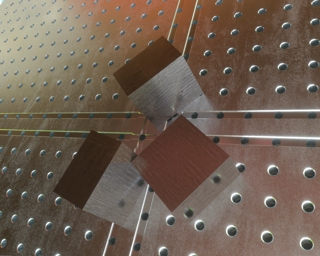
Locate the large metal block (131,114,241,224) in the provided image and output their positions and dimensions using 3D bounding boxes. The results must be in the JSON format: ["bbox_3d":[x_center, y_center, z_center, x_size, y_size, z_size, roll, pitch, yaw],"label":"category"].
[{"bbox_3d":[0.028,0.045,0.349,0.080,0.050,0.080,-44,51,-2],"label":"large metal block"}]

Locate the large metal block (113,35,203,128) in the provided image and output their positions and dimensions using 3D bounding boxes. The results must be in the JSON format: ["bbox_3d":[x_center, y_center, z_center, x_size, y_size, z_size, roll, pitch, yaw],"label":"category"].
[{"bbox_3d":[-0.001,-0.058,0.408,0.080,0.080,0.050,-37,51,3],"label":"large metal block"}]

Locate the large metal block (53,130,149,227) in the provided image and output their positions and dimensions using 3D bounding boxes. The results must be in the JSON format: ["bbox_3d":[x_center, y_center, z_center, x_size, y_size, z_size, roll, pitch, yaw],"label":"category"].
[{"bbox_3d":[-0.062,0.061,0.367,0.050,0.080,0.080,18,71,35],"label":"large metal block"}]
